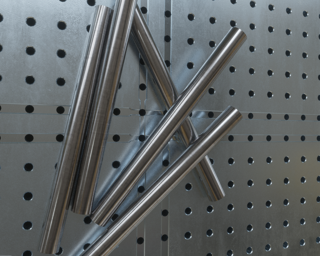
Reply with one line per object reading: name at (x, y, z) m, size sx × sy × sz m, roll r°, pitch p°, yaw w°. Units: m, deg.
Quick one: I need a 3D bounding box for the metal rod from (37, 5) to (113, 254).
metal rod at (-0.100, -0.002, 0.376) m, size 0.025 × 0.025 × 0.298 m, roll 14°, pitch 85°, yaw -20°

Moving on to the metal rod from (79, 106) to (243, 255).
metal rod at (-0.006, 0.083, 0.394) m, size 0.300 × 0.025 × 0.025 m, roll -44°, pitch 104°, yaw -8°

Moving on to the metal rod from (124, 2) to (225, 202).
metal rod at (0.018, -0.034, 0.420) m, size 0.025 × 0.025 × 0.299 m, roll -29°, pitch 100°, yaw -18°

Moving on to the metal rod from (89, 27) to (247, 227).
metal rod at (0.012, -0.004, 0.394) m, size 0.025 × 0.025 × 0.300 m, roll 38°, pitch 86°, yaw -17°

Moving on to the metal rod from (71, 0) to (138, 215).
metal rod at (-0.064, -0.044, 0.374) m, size 0.025 × 0.025 × 0.298 m, roll 12°, pitch 92°, yaw -20°
